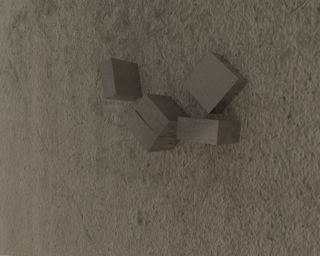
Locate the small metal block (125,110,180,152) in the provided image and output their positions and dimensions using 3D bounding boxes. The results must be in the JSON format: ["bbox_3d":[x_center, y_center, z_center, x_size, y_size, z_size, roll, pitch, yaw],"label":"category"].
[{"bbox_3d":[-0.007,0.003,0.395,0.050,0.050,0.025,48,119,29],"label":"small metal block"}]

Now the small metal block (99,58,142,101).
[{"bbox_3d":[-0.054,-0.066,0.433,0.025,0.050,0.050,-14,81,39],"label":"small metal block"}]

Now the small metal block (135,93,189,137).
[{"bbox_3d":[0.006,-0.016,0.384,0.050,0.050,0.025,50,119,28],"label":"small metal block"}]

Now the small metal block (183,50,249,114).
[{"bbox_3d":[0.063,-0.051,0.353,0.050,0.025,0.050,-52,60,27],"label":"small metal block"}]

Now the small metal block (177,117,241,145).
[{"bbox_3d":[0.055,0.002,0.344,0.050,0.050,0.025,7,95,40],"label":"small metal block"}]
